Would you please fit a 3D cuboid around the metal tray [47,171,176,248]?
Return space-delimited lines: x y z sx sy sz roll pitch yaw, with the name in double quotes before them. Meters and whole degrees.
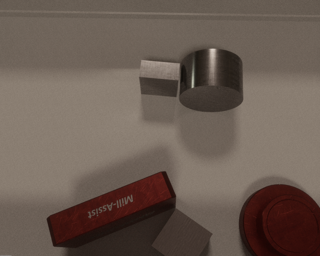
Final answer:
"metal tray" -0.048 0.096 0.353 0.131 0.090 0.030 -21 68 -6

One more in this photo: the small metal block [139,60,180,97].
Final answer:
"small metal block" 0.000 -0.066 0.420 0.050 0.050 0.025 5 70 1

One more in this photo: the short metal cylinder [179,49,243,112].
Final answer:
"short metal cylinder" 0.066 -0.059 0.403 0.081 0.080 0.050 4 70 1

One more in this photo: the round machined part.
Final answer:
"round machined part" 0.146 0.114 0.361 0.099 0.042 0.098 0 70 -1

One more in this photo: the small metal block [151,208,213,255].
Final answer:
"small metal block" 0.025 0.131 0.362 0.050 0.025 0.050 33 73 11
